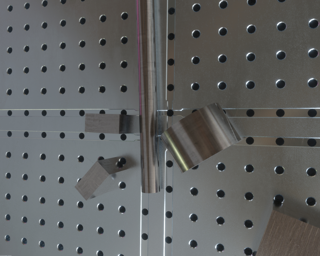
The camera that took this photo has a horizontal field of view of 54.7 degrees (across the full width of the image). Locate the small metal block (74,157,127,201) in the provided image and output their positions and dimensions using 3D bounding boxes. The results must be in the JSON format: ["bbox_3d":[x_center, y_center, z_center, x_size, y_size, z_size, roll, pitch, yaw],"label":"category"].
[{"bbox_3d":[-0.081,0.069,0.428,0.025,0.050,0.050,45,104,14],"label":"small metal block"}]

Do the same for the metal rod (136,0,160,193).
[{"bbox_3d":[-0.017,-0.064,0.418,0.025,0.025,0.298,-2,89,20],"label":"metal rod"}]

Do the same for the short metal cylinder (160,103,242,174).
[{"bbox_3d":[0.048,0.013,0.366,0.080,0.080,0.050,-33,80,17],"label":"short metal cylinder"}]

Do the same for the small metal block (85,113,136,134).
[{"bbox_3d":[-0.066,-0.006,0.423,0.050,0.050,0.025,2,91,20],"label":"small metal block"}]

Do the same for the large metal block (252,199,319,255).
[{"bbox_3d":[0.153,0.137,0.345,0.080,0.050,0.080,20,97,19],"label":"large metal block"}]
